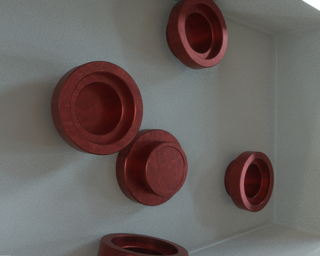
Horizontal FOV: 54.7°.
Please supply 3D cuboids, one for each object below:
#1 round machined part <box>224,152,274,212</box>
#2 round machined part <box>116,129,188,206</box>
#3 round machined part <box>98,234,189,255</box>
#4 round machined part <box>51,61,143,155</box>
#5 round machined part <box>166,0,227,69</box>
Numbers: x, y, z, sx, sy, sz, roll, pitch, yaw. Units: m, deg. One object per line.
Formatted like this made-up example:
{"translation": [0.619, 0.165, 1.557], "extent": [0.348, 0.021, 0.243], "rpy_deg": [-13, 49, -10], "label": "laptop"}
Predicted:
{"translation": [0.145, 0.087, 0.517], "extent": [0.099, 0.042, 0.097], "rpy_deg": [0, 90, -40], "label": "round machined part"}
{"translation": [-0.003, 0.050, 0.393], "extent": [0.099, 0.042, 0.097], "rpy_deg": [0, 90, -40], "label": "round machined part"}
{"translation": [-0.020, 0.151, 0.342], "extent": [0.099, 0.098, 0.042], "rpy_deg": [16, 80, -39], "label": "round machined part"}
{"translation": [-0.070, -0.021, 0.337], "extent": [0.099, 0.042, 0.097], "rpy_deg": [0, 90, -40], "label": "round machined part"}
{"translation": [0.047, -0.131, 0.435], "extent": [0.099, 0.042, 0.097], "rpy_deg": [0, 90, -40], "label": "round machined part"}
